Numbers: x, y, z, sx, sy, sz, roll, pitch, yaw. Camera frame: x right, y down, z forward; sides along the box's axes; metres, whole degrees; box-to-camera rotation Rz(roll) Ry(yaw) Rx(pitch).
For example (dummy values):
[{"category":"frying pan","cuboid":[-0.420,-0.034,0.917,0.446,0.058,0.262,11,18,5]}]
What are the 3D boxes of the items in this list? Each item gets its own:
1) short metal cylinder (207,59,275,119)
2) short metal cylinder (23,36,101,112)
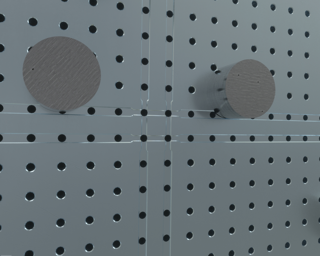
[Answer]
[{"category":"short metal cylinder","cuboid":[0.115,-0.053,0.441,0.081,0.050,0.079,0,90,-20]},{"category":"short metal cylinder","cuboid":[-0.113,-0.059,0.357,0.081,0.050,0.079,0,90,-20]}]
